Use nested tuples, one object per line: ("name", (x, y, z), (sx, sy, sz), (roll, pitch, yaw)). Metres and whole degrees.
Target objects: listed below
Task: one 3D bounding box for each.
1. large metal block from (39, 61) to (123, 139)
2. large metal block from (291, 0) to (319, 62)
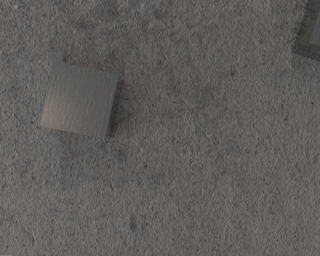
("large metal block", (-0.097, -0.034, 0.397), (0.080, 0.050, 0.080), (12, 90, 0))
("large metal block", (0.231, -0.129, 0.399), (0.080, 0.050, 0.080), (18, 90, 0))
